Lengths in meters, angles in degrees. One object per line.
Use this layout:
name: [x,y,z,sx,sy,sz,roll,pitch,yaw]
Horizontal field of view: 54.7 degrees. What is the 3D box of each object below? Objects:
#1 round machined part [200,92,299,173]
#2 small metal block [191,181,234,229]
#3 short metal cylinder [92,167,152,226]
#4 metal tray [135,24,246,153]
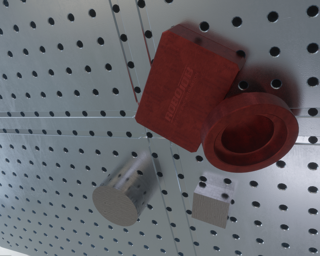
round machined part: [0.092,0.001,0.335,0.099,0.042,0.097,-3,131,-3]
small metal block: [0.074,0.109,0.440,0.050,0.025,0.050,14,124,20]
short metal cylinder: [-0.059,0.109,0.494,0.080,0.050,0.079,13,124,21]
metal tray: [0.030,-0.042,0.366,0.090,0.030,0.129,29,128,9]
